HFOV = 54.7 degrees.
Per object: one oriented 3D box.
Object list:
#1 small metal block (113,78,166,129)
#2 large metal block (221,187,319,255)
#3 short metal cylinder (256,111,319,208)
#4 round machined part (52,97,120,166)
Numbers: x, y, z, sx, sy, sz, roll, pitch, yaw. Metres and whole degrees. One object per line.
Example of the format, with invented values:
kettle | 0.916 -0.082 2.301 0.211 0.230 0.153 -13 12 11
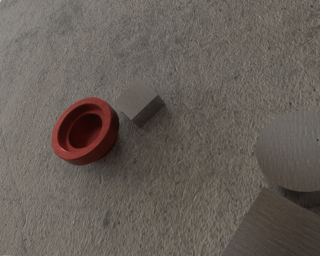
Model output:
small metal block | -0.030 -0.035 0.440 0.050 0.025 0.050 -44 51 -3
large metal block | 0.108 0.110 0.263 0.080 0.050 0.080 27 76 37
short metal cylinder | 0.138 0.030 0.297 0.080 0.050 0.080 -13 56 20
round machined part | -0.100 0.008 0.438 0.098 0.042 0.098 -13 56 20
